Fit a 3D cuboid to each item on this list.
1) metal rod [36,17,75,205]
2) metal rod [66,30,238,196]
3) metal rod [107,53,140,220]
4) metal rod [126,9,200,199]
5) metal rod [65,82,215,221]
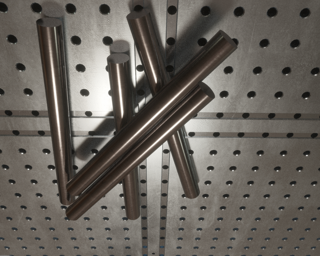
[{"bbox_3d":[-0.133,0.004,0.413,0.025,0.025,0.298,5,130,-5],"label":"metal rod"},{"bbox_3d":[-0.029,0.000,0.377,0.025,0.025,0.299,32,123,-25],"label":"metal rod"},{"bbox_3d":[-0.047,0.036,0.441,0.025,0.025,0.298,0,130,0],"label":"metal rod"},{"bbox_3d":[0.015,-0.006,0.407,0.025,0.025,0.299,-11,130,9],"label":"metal rod"},{"bbox_3d":[-0.043,0.046,0.416,0.025,0.025,0.299,32,123,-25],"label":"metal rod"}]
